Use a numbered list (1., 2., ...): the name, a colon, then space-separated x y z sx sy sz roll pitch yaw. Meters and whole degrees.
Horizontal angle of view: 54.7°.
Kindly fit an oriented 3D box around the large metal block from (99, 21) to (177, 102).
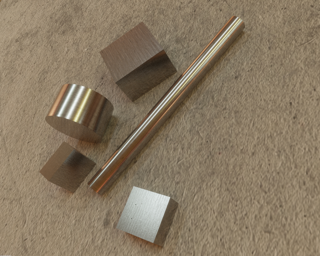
1. large metal block: -0.034 -0.100 0.465 0.080 0.050 0.080 -34 52 5

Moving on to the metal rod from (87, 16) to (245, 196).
1. metal rod: 0.013 -0.035 0.416 0.025 0.025 0.300 35 81 38

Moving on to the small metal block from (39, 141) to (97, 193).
1. small metal block: -0.123 0.053 0.417 0.025 0.050 0.050 29 77 37

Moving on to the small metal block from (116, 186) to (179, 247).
1. small metal block: -0.014 0.099 0.349 0.050 0.025 0.050 10 66 32

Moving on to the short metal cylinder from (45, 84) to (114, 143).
1. short metal cylinder: -0.112 -0.019 0.437 0.080 0.080 0.050 5 65 30
